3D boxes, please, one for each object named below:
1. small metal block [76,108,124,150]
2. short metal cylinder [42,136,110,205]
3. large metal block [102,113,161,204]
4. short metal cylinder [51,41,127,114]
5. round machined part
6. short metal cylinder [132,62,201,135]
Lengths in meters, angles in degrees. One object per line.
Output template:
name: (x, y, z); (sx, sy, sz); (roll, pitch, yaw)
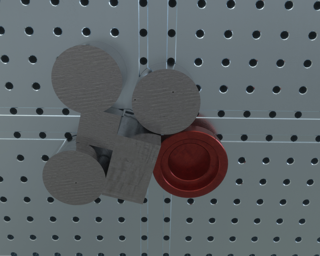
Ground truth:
small metal block: (-0.080, -0.003, 0.411); (0.050, 0.025, 0.050); (14, 110, -5)
short metal cylinder: (-0.110, 0.056, 0.419); (0.081, 0.050, 0.079); (0, 110, 0)
large metal block: (-0.034, 0.036, 0.394); (0.050, 0.080, 0.079); (15, 109, -6)
short metal cylinder: (-0.083, -0.062, 0.376); (0.081, 0.050, 0.079); (0, 110, 0)
round machined part: (0.039, 0.042, 0.420); (0.099, 0.042, 0.097); (0, 110, 0)
short metal cylinder: (0.007, -0.038, 0.386); (0.081, 0.050, 0.079); (0, 110, 0)
